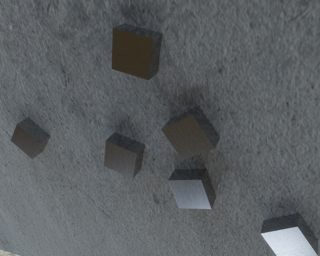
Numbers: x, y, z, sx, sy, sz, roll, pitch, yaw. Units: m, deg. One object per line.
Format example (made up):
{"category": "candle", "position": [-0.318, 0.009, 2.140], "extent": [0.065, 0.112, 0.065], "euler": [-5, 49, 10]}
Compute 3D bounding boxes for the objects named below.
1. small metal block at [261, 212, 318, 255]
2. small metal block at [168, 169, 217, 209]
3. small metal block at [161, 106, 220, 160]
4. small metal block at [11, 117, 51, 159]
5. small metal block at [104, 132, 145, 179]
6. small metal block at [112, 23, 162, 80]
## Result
{"category": "small metal block", "position": [0.170, 0.143, 0.406], "extent": [0.050, 0.025, 0.050], "euler": [-28, 103, 37]}
{"category": "small metal block", "position": [0.046, 0.086, 0.435], "extent": [0.050, 0.025, 0.050], "euler": [-7, 115, 31]}
{"category": "small metal block", "position": [0.039, 0.007, 0.390], "extent": [0.050, 0.025, 0.050], "euler": [-25, 105, 36]}
{"category": "small metal block", "position": [-0.223, 0.018, 0.532], "extent": [0.050, 0.025, 0.050], "euler": [41, 129, -1]}
{"category": "small metal block", "position": [-0.053, 0.041, 0.458], "extent": [0.050, 0.025, 0.050], "euler": [22, 127, 14]}
{"category": "small metal block", "position": [-0.028, -0.090, 0.365], "extent": [0.050, 0.025, 0.050], "euler": [19, 126, 16]}
